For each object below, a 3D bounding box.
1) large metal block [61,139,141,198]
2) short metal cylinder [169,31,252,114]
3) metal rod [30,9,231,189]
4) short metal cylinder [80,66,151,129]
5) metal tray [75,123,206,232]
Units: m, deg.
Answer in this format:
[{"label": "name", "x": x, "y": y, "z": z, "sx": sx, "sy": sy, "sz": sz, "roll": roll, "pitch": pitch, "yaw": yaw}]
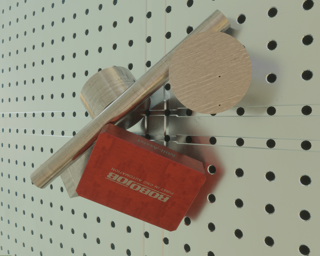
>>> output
[{"label": "large metal block", "x": -0.085, "y": 0.051, "z": 0.440, "sx": 0.080, "sy": 0.081, "sz": 0.050, "roll": -47, "pitch": 62, "yaw": 29}, {"label": "short metal cylinder", "x": 0.050, "y": -0.058, "z": 0.325, "sx": 0.080, "sy": 0.050, "sz": 0.079, "roll": 0, "pitch": 102, "yaw": 2}, {"label": "metal rod", "x": -0.042, "y": -0.028, "z": 0.372, "sx": 0.300, "sy": 0.025, "sz": 0.025, "roll": -40, "pitch": 64, "yaw": 9}, {"label": "short metal cylinder", "x": -0.060, "y": -0.037, "z": 0.420, "sx": 0.080, "sy": 0.081, "sz": 0.050, "roll": -51, "pitch": 61, "yaw": 28}, {"label": "metal tray", "x": -0.023, "y": 0.061, "z": 0.371, "sx": 0.131, "sy": 0.030, "sz": 0.089, "roll": 24, "pitch": 110, "yaw": -7}]
